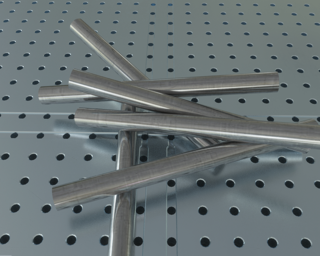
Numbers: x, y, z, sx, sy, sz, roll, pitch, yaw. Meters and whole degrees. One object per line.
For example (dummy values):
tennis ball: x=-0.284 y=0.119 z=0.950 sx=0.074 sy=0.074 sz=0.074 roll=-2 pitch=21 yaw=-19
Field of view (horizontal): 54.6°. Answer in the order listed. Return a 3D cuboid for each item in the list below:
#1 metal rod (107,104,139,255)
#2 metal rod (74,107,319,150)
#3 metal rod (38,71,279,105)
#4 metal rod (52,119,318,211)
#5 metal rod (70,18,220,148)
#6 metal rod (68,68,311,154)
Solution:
metal rod: x=-0.041 y=0.030 z=0.382 sx=0.025 sy=0.025 sz=0.300 roll=-1 pitch=50 yaw=-1
metal rod: x=0.039 y=-0.002 z=0.353 sx=0.301 sy=0.025 sz=0.025 roll=5 pitch=49 yaw=18
metal rod: x=-0.008 y=-0.050 z=0.395 sx=0.301 sy=0.025 sz=0.025 roll=-2 pitch=50 yaw=9
metal rod: x=0.038 y=0.036 z=0.342 sx=0.302 sy=0.025 sz=0.025 roll=-14 pitch=51 yaw=-11
metal rod: x=-0.026 y=-0.061 z=0.429 sx=0.025 sy=0.025 sz=0.300 roll=-36 pitch=68 yaw=-26
metal rod: x=0.041 y=-0.019 z=0.379 sx=0.302 sy=0.025 sz=0.025 roll=15 pitch=51 yaw=-5
